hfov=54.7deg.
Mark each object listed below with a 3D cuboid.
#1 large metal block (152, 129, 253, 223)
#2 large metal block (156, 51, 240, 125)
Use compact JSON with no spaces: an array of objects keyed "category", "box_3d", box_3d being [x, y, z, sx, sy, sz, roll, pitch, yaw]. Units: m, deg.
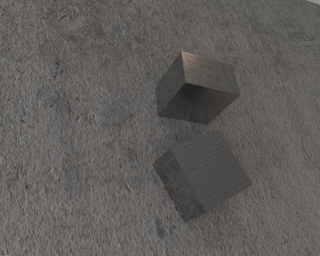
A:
[{"category":"large metal block","box_3d":[0.051,0.057,0.380,0.081,0.050,0.080,-18,72,-35]},{"category":"large metal block","box_3d":[0.048,-0.051,0.425,0.081,0.080,0.050,9,58,-23]}]
